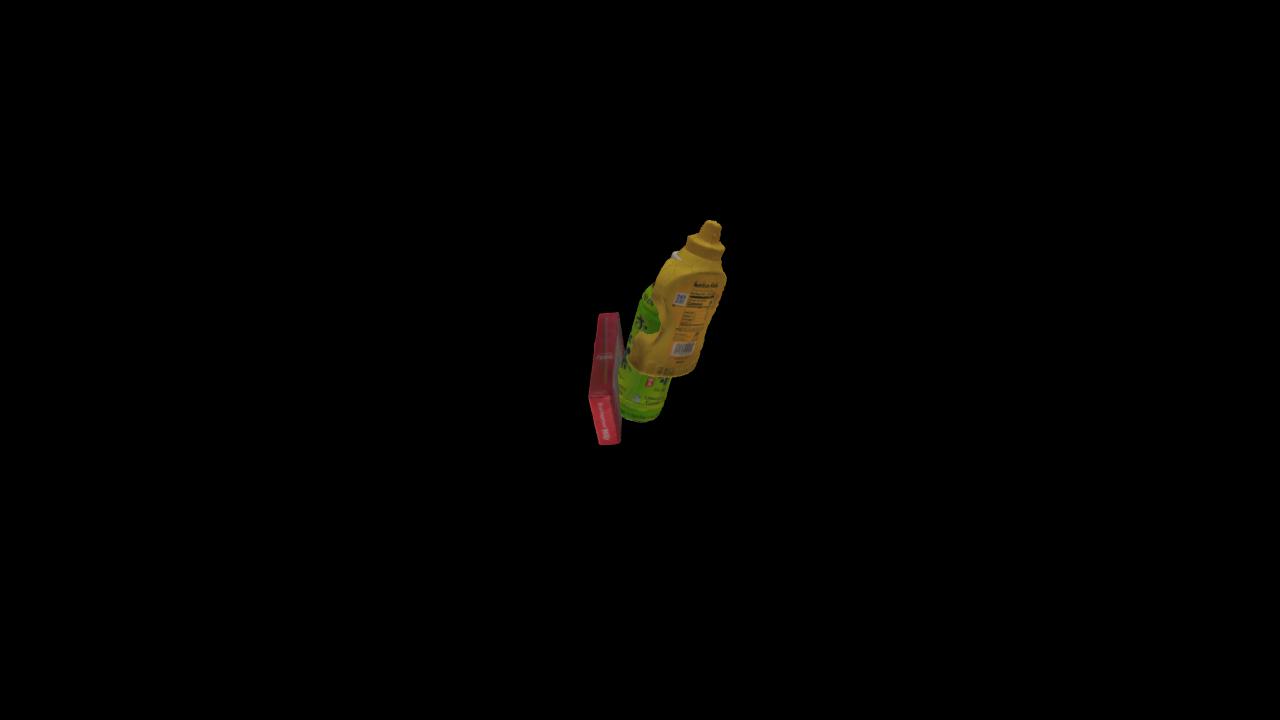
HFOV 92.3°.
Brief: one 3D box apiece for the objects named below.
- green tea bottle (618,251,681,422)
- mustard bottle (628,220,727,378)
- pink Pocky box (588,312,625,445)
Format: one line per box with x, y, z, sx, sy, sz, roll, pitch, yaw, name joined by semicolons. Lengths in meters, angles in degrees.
0.021;-0.027;0.723;0.073;0.212;0.073;13;29;-7;green tea bottle
0.052;-0.069;0.691;0.092;0.184;0.054;0;32;-33;mustard bottle
-0.038;0.020;0.759;0.029;0.084;0.155;-4;42;5;pink Pocky box
